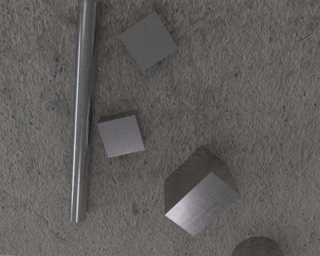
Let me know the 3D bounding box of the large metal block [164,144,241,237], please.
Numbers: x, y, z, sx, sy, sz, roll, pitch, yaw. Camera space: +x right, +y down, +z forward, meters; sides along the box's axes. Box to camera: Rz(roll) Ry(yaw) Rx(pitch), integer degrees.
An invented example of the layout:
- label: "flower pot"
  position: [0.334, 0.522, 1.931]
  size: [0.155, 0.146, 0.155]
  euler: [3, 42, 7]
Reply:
- label: "large metal block"
  position: [0.051, 0.080, 0.410]
  size: [0.050, 0.080, 0.080]
  euler: [40, 105, -13]

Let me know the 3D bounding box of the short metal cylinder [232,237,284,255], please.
- label: "short metal cylinder"
  position: [0.156, 0.217, 0.478]
  size: [0.081, 0.050, 0.079]
  euler: [0, 110, 0]

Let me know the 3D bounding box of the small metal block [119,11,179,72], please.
- label: "small metal block"
  position: [-0.013, -0.104, 0.371]
  size: [0.050, 0.025, 0.050]
  euler: [-31, 107, 10]

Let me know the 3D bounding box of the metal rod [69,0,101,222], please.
- label: "metal rod"
  position: [-0.101, -0.007, 0.406]
  size: [0.025, 0.025, 0.298]
  euler: [7, 110, -3]

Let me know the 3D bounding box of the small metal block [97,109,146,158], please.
- label: "small metal block"
  position: [-0.050, 0.007, 0.412]
  size: [0.050, 0.025, 0.050]
  euler: [-13, 110, 4]
